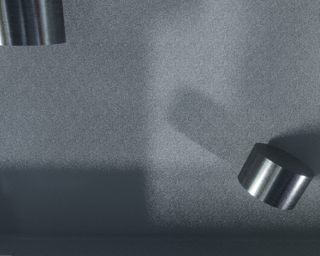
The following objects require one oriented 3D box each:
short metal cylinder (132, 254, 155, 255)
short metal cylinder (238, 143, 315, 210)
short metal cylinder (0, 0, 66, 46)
[{"bbox_3d":[-0.027,0.249,0.492,0.081,0.050,0.079,0,110,0],"label":"short metal cylinder"},{"bbox_3d":[0.150,0.061,0.406,0.080,0.080,0.050,20,109,-7],"label":"short metal cylinder"},{"bbox_3d":[-0.146,-0.119,0.337,0.081,0.080,0.050,1,110,-1],"label":"short metal cylinder"}]
